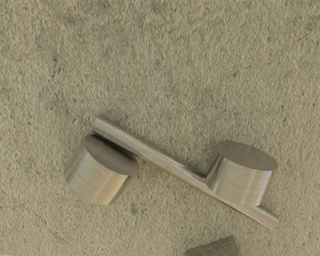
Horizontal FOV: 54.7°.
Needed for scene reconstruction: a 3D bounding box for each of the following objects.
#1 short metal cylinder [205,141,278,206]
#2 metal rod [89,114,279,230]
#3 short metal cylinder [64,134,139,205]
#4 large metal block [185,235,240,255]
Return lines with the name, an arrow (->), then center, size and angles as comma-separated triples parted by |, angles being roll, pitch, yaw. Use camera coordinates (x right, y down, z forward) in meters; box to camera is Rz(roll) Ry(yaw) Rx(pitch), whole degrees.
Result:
short metal cylinder -> 0.105, 0.057, 0.403 | 0.081, 0.080, 0.050 | 12, 110, -5
metal rod -> 0.042, 0.067, 0.434 | 0.301, 0.025, 0.025 | 30, 107, -11
short metal cylinder -> -0.074, 0.052, 0.399 | 0.080, 0.080, 0.050 | 32, 107, -12
large metal block -> 0.093, 0.226, 0.481 | 0.080, 0.050, 0.080 | -21, 109, 7
